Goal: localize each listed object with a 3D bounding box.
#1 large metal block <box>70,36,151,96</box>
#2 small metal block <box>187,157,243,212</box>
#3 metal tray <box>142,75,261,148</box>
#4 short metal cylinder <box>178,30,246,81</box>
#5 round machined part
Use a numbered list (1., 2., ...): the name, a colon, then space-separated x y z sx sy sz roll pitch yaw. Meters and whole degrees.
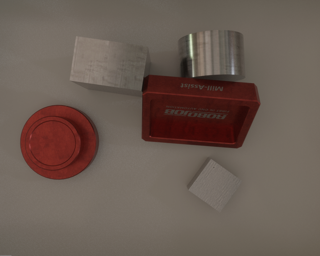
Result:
1. large metal block: -0.056 -0.072 0.383 0.080 0.080 0.050 8 90 0
2. small metal block: 0.072 0.074 0.412 0.050 0.025 0.050 36 90 -1
3. metal tray: 0.044 -0.017 0.380 0.131 0.089 0.030 5 50 -1
4. short metal cylinder: 0.064 -0.085 0.385 0.081 0.080 0.050 -3 90 -1
5. round machined part: -0.132 0.018 0.401 0.099 0.042 0.097 0 90 -1
